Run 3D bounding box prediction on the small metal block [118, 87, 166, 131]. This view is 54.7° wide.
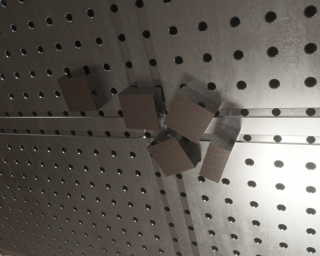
[{"bbox_3d":[-0.022,-0.026,0.405,0.050,0.025,0.050,3,120,26],"label":"small metal block"}]

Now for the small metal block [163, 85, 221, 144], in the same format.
[{"bbox_3d":[0.038,-0.016,0.380,0.050,0.025,0.050,31,128,8],"label":"small metal block"}]

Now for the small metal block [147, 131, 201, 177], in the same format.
[{"bbox_3d":[0.019,0.034,0.421,0.050,0.025,0.050,-24,106,36],"label":"small metal block"}]

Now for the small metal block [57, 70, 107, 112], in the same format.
[{"bbox_3d":[-0.109,-0.051,0.435,0.050,0.025,0.050,-1,118,28],"label":"small metal block"}]

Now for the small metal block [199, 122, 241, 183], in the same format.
[{"bbox_3d":[0.072,0.029,0.374,0.025,0.050,0.050,22,127,14],"label":"small metal block"}]
